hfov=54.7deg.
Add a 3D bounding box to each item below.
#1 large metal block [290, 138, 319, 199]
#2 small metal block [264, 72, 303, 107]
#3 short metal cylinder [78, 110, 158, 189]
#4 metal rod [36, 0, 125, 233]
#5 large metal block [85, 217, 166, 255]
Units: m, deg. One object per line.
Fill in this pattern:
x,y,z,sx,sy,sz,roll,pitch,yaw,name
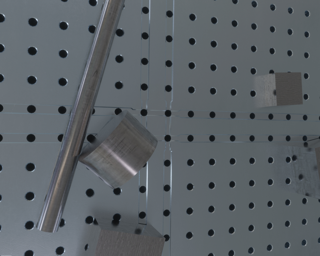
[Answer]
0.265,0.061,0.497,0.081,0.050,0.080,-12,94,-20,large metal block
0.193,-0.060,0.484,0.050,0.025,0.050,-4,92,-20,small metal block
-0.049,0.024,0.366,0.050,0.080,0.080,45,76,-15,short metal cylinder
-0.094,-0.025,0.378,0.025,0.025,0.299,17,84,-19,metal rod
-0.048,0.162,0.382,0.081,0.050,0.080,16,85,-20,large metal block
